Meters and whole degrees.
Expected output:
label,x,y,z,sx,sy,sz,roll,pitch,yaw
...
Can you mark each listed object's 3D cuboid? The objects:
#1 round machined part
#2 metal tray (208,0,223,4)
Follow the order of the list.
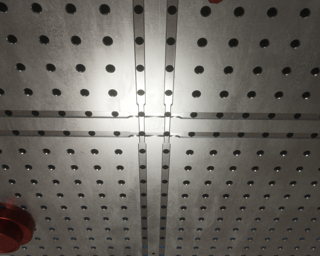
label,x,y,z,sx,sy,sz,roll,pitch,yaw
round machined part,-0.282,0.190,0.558,0.099,0.042,0.097,-1,130,0
metal tray,0.048,-0.169,0.235,0.090,0.030,0.130,-25,143,26
